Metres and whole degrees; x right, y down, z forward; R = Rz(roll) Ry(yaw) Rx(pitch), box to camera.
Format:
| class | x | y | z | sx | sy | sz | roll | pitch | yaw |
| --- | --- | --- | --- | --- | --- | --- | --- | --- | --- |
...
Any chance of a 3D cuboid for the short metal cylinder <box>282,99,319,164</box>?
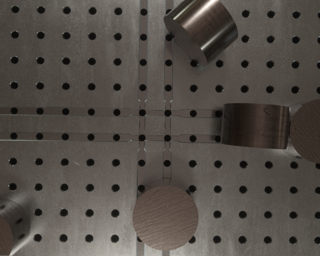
| class | x | y | z | sx | sy | sz | roll | pitch | yaw |
| --- | --- | --- | --- | --- | --- | --- | --- | --- | --- |
| short metal cylinder | 0.199 | 0.004 | 0.404 | 0.081 | 0.050 | 0.079 | 0 | 90 | -1 |

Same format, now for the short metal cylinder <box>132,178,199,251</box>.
| class | x | y | z | sx | sy | sz | roll | pitch | yaw |
| --- | --- | --- | --- | --- | --- | --- | --- | --- | --- |
| short metal cylinder | 0.007 | 0.109 | 0.401 | 0.081 | 0.050 | 0.079 | 0 | 90 | -1 |

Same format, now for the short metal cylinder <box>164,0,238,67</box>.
| class | x | y | z | sx | sy | sz | roll | pitch | yaw |
| --- | --- | --- | --- | --- | --- | --- | --- | --- | --- |
| short metal cylinder | 0.050 | -0.124 | 0.387 | 0.050 | 0.080 | 0.080 | -42 | 91 | 0 |

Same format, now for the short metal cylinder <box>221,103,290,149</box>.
| class | x | y | z | sx | sy | sz | roll | pitch | yaw |
| --- | --- | --- | --- | --- | --- | --- | --- | --- | --- |
| short metal cylinder | 0.118 | -0.002 | 0.388 | 0.081 | 0.080 | 0.050 | 4 | 90 | -1 |

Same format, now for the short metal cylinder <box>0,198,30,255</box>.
| class | x | y | z | sx | sy | sz | roll | pitch | yaw |
| --- | --- | --- | --- | --- | --- | --- | --- | --- | --- |
| short metal cylinder | -0.218 | 0.136 | 0.398 | 0.081 | 0.050 | 0.079 | 0 | 90 | -1 |
